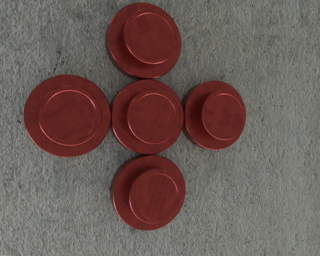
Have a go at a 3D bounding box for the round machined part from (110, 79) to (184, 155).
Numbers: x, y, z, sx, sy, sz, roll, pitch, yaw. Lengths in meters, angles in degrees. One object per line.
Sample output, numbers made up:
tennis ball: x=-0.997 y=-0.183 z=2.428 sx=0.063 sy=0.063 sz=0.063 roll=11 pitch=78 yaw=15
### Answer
round machined part: x=-0.013 y=-0.014 z=0.397 sx=0.099 sy=0.042 sz=0.097 roll=0 pitch=90 yaw=-21

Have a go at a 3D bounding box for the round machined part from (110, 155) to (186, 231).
round machined part: x=-0.011 y=0.084 z=0.398 sx=0.099 sy=0.042 sz=0.097 roll=0 pitch=90 yaw=-21

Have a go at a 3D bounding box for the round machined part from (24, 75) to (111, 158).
round machined part: x=-0.106 y=-0.014 z=0.363 sx=0.099 sy=0.042 sz=0.097 roll=0 pitch=90 yaw=-21

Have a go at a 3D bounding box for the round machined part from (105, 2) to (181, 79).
round machined part: x=-0.017 y=-0.112 z=0.396 sx=0.099 sy=0.042 sz=0.097 roll=0 pitch=90 yaw=-21

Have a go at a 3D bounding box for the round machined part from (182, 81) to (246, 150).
round machined part: x=0.079 y=-0.018 z=0.432 sx=0.099 sy=0.042 sz=0.097 roll=0 pitch=90 yaw=-21
